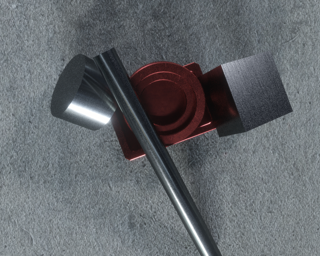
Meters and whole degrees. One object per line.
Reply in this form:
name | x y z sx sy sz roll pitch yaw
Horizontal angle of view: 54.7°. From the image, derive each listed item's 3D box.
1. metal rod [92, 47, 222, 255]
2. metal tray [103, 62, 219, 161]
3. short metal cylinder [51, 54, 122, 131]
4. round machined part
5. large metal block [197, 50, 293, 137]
metal rod | 0.006 0.048 0.367 0.025 0.025 0.299 -27 107 0
metal tray | 0.003 -0.021 0.409 0.131 0.030 0.090 -21 90 -1
short metal cylinder | -0.090 -0.042 0.376 0.050 0.080 0.080 24 90 -36
round machined part | 0.003 -0.032 0.379 0.099 0.042 0.097 -1 105 -5
large metal block | 0.105 -0.042 0.383 0.081 0.050 0.080 -20 90 -26
